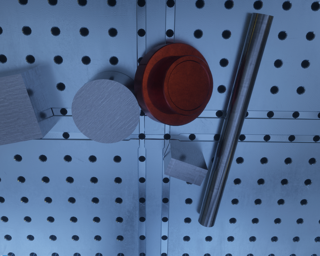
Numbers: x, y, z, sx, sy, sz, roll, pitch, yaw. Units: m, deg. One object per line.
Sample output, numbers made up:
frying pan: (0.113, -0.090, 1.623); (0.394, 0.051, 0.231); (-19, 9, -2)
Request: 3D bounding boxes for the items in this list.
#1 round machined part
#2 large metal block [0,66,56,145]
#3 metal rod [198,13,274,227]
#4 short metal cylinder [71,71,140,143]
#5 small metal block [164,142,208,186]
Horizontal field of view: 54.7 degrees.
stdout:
round machined part: (0.023, -0.050, 0.363); (0.099, 0.042, 0.097); (-6, 101, -29)
large metal block: (-0.189, -0.026, 0.388); (0.080, 0.050, 0.079); (-10, 110, 3)
metal rod: (0.096, 0.004, 0.416); (0.025, 0.025, 0.298); (9, 110, -4)
short metal cylinder: (-0.064, -0.027, 0.389); (0.081, 0.050, 0.079); (0, 111, 0)
small metal block: (0.033, 0.048, 0.418); (0.050, 0.050, 0.025); (20, 109, -8)
